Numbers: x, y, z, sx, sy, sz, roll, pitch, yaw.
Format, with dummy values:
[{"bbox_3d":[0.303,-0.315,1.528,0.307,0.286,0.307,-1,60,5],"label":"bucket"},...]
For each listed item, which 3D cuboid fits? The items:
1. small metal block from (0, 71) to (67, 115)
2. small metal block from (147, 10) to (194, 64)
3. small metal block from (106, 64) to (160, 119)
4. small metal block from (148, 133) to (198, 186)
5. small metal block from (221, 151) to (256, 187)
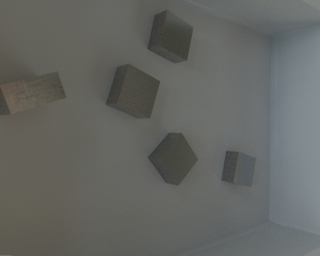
[{"bbox_3d":[-0.124,-0.031,0.286,0.050,0.050,0.025,-25,106,-37],"label":"small metal block"},{"bbox_3d":[0.015,-0.122,0.419,0.050,0.025,0.050,19,78,-39],"label":"small metal block"},{"bbox_3d":[-0.032,-0.043,0.379,0.050,0.025,0.050,24,75,-38],"label":"small metal block"},{"bbox_3d":[0.019,0.042,0.422,0.050,0.025,0.050,-48,119,-29],"label":"small metal block"},{"bbox_3d":[0.132,0.069,0.517,0.050,0.025,0.050,20,78,-38],"label":"small metal block"}]
